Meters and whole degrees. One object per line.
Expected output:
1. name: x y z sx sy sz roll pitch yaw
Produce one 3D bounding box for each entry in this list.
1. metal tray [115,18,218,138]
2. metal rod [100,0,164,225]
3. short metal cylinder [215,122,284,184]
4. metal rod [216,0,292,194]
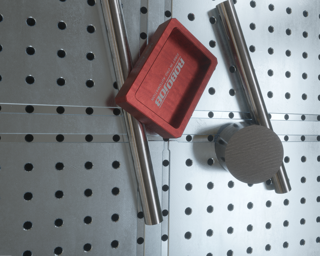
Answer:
1. metal tray: 0.013 -0.062 0.398 0.090 0.030 0.130 37 69 -25
2. metal rod: -0.036 -0.022 0.400 0.025 0.025 0.298 -12 94 -20
3. short metal cylinder: 0.124 0.033 0.435 0.081 0.050 0.079 -1 96 -5
4. metal rod: 0.143 -0.042 0.467 0.025 0.025 0.298 -22 98 -19
